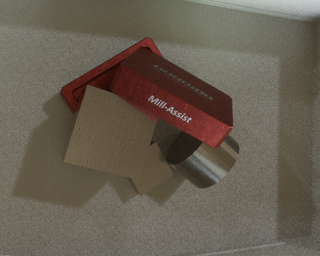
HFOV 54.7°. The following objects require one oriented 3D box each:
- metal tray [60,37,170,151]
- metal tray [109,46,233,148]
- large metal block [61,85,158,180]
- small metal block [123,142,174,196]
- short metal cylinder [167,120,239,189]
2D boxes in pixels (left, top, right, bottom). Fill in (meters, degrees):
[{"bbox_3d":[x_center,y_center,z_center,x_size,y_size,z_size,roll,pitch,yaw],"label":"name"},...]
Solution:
[{"bbox_3d":[-0.045,-0.043,0.390,0.131,0.030,0.090,-36,102,-17],"label":"metal tray"},{"bbox_3d":[0.019,-0.039,0.351,0.130,0.090,0.030,29,119,-4],"label":"metal tray"},{"bbox_3d":[-0.056,0.006,0.342,0.081,0.050,0.080,17,84,-20],"label":"large metal block"},{"bbox_3d":[-0.018,0.052,0.403,0.050,0.025,0.050,-31,100,-18],"label":"small metal block"},{"bbox_3d":[0.055,0.031,0.402,0.050,0.080,0.080,41,77,-16],"label":"short metal cylinder"}]
